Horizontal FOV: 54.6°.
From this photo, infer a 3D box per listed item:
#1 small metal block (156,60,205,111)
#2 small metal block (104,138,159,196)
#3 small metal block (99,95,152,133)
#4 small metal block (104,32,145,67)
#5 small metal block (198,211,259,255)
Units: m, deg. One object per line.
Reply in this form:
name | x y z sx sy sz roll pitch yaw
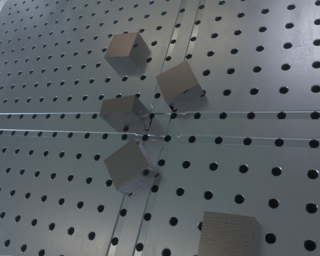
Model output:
small metal block | 0.027 -0.059 0.431 0.050 0.025 0.050 -27 52 11
small metal block | -0.038 0.050 0.399 0.050 0.025 0.050 -36 51 4
small metal block | -0.047 -0.018 0.429 0.050 0.050 0.025 -7 59 25
small metal block | -0.059 -0.131 0.521 0.050 0.025 0.050 3 63 30
small metal block | 0.067 0.112 0.305 0.050 0.025 0.050 -1 61 28
